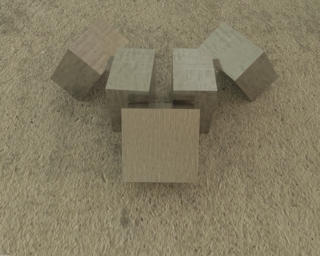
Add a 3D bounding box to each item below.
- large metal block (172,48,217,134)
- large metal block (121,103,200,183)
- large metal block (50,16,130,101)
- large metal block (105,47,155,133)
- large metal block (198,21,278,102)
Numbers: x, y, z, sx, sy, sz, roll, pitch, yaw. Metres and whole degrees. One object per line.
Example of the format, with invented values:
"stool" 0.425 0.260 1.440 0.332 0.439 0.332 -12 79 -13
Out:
"large metal block" 0.041 -0.048 0.410 0.050 0.080 0.080 1 50 0
"large metal block" 0.001 0.014 0.349 0.081 0.079 0.050 1 11 0
"large metal block" -0.099 -0.096 0.437 0.050 0.080 0.080 40 52 -15
"large metal block" -0.034 -0.048 0.409 0.050 0.080 0.080 4 50 3
"large metal block" 0.111 -0.092 0.440 0.050 0.080 0.080 -46 56 11
